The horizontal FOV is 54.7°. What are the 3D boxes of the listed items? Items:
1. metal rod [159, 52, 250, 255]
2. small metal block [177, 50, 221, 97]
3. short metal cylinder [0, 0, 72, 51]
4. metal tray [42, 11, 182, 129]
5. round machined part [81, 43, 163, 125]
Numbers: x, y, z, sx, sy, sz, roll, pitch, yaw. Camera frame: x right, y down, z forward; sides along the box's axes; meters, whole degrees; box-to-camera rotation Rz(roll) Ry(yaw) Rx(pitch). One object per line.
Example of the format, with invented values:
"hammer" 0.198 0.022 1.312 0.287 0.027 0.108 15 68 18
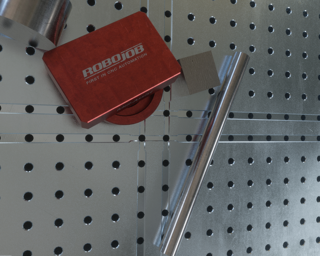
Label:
"metal rod" 0.065 0.031 0.438 0.025 0.025 0.299 25 82 -19
"small metal block" 0.051 -0.076 0.433 0.050 0.025 0.050 -19 97 -19
"short metal cylinder" -0.142 -0.124 0.331 0.080 0.080 0.050 20 83 -19
"metal tray" -0.053 -0.069 0.357 0.131 0.030 0.090 -31 84 -18
"round machined part" -0.049 -0.052 0.386 0.099 0.042 0.097 0 90 -20
